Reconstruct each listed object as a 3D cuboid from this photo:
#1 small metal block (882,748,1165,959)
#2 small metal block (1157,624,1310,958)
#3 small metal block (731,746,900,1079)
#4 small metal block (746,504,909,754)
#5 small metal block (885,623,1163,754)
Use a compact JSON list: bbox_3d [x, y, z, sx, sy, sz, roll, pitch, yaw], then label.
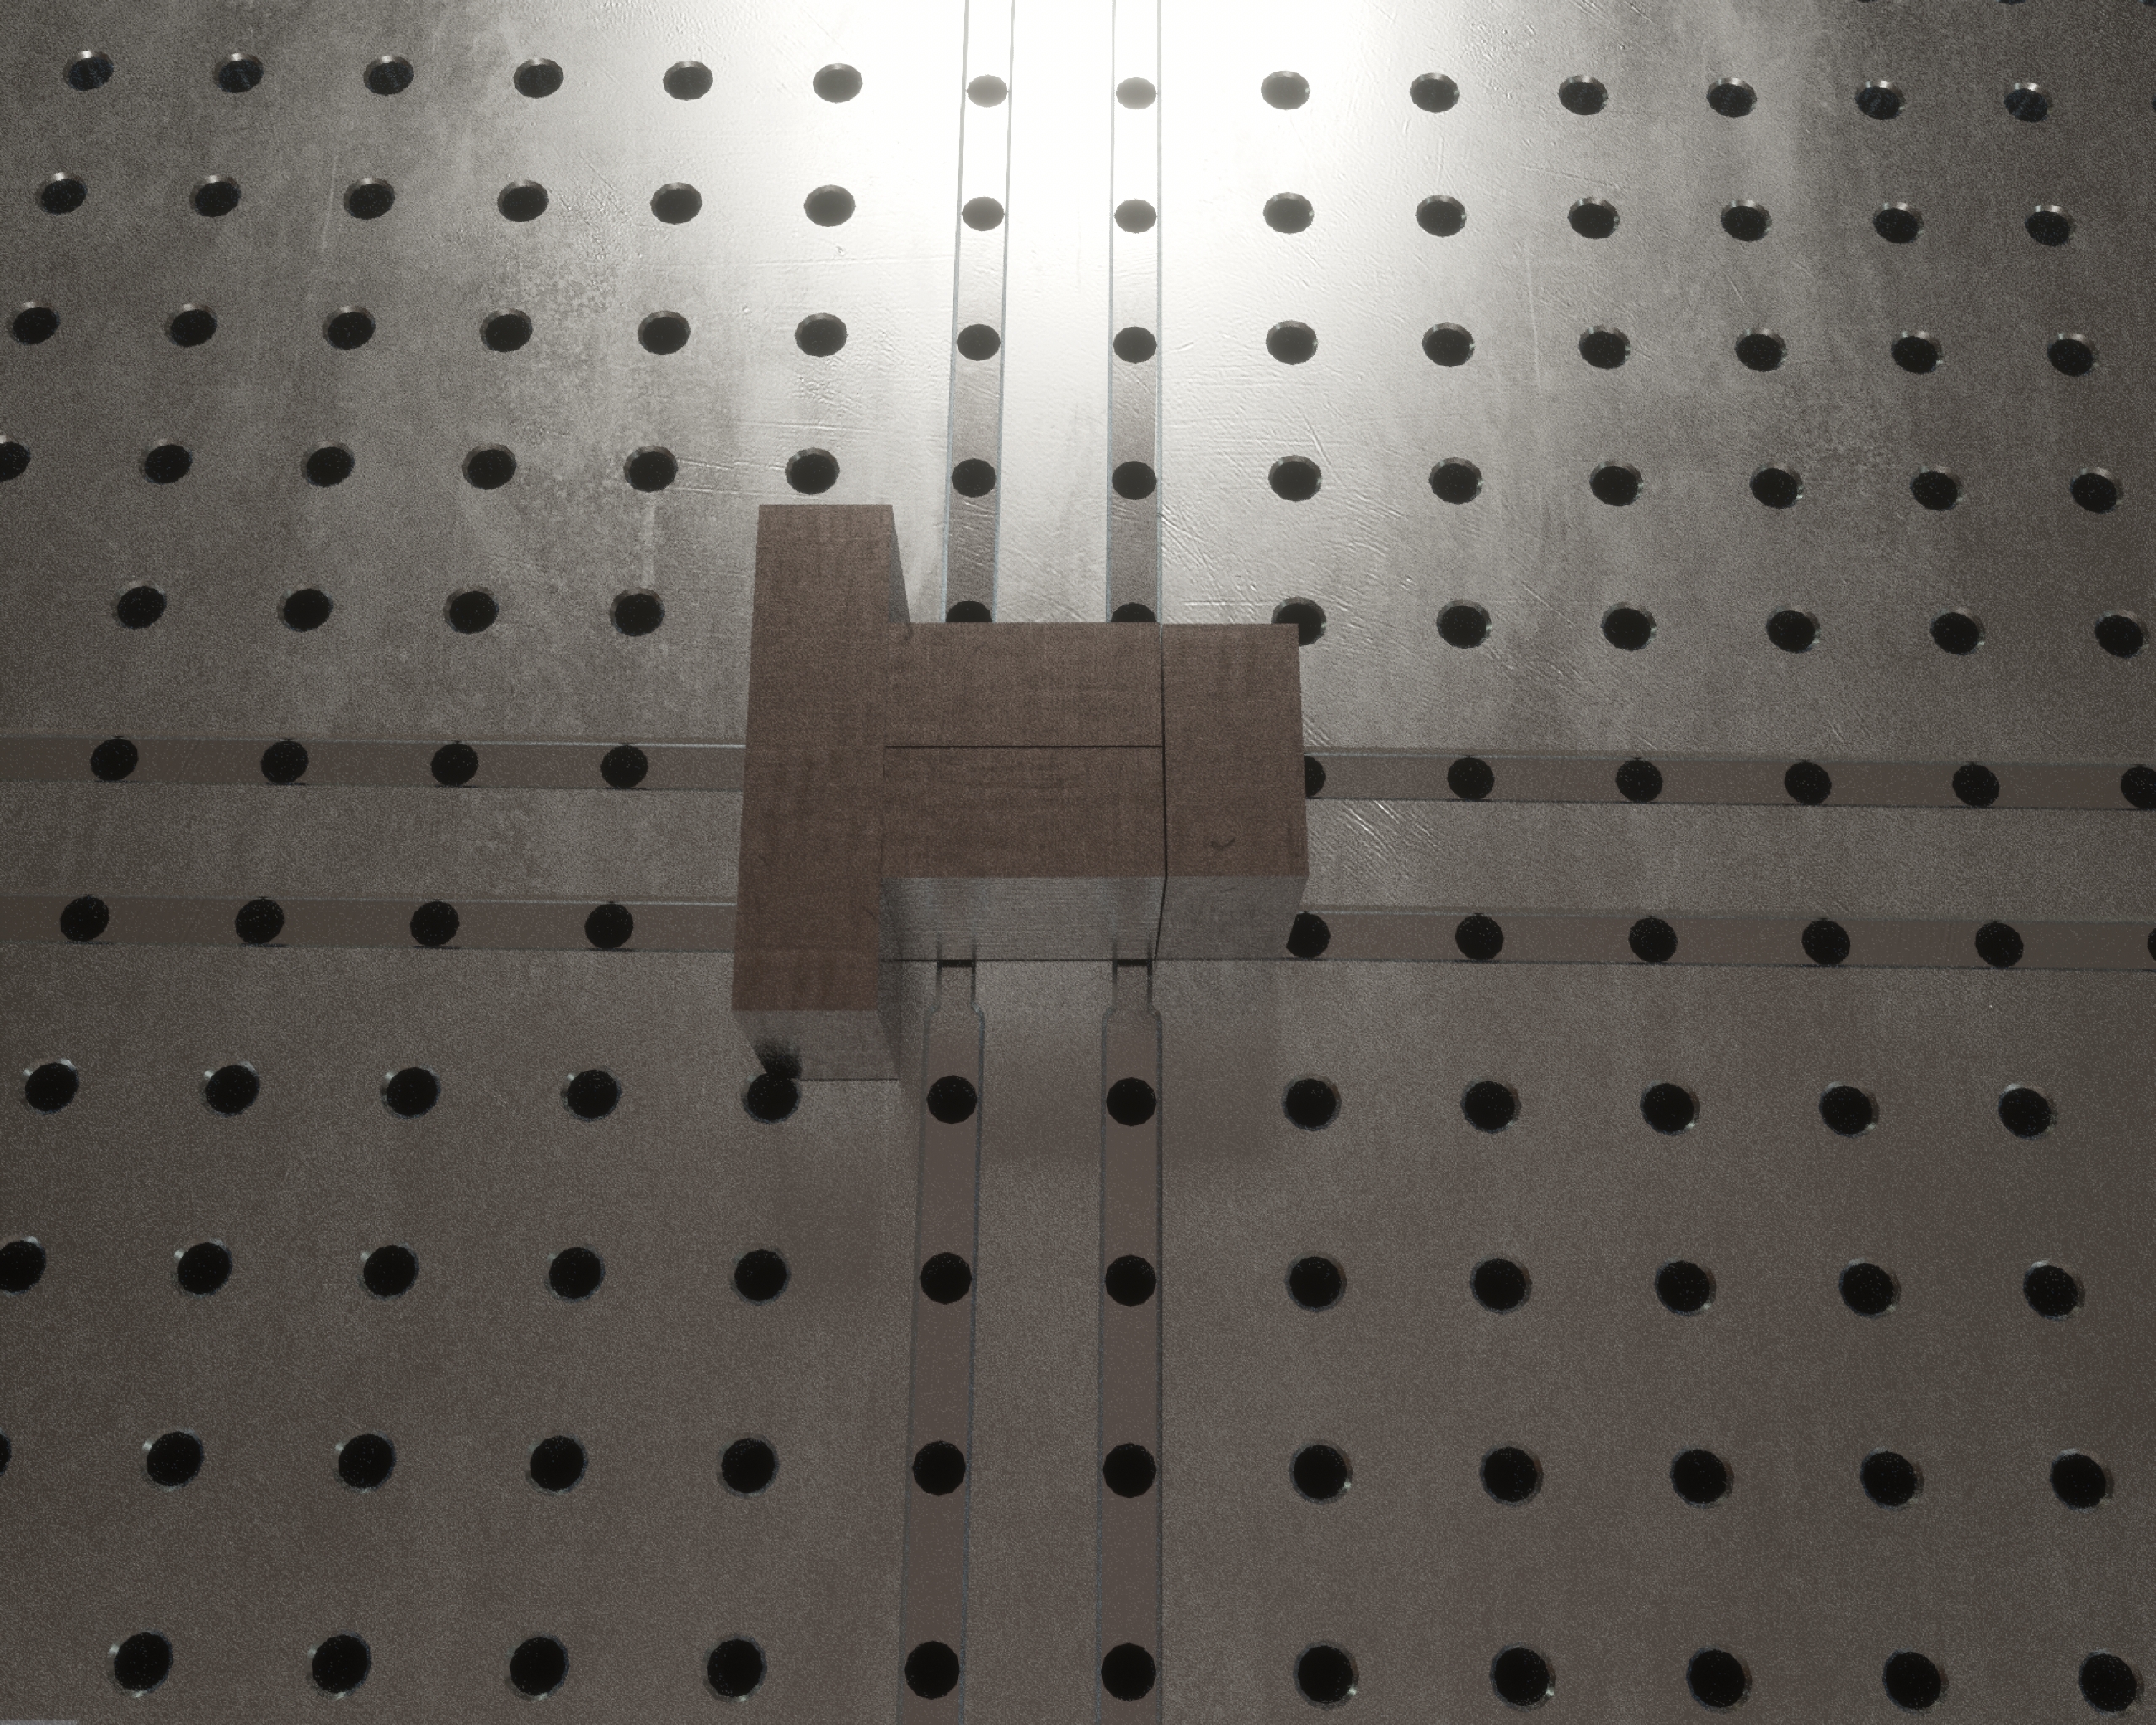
[{"bbox_3d":[-0.010,-0.001,0.398,0.050,0.050,0.025,0,70,-1],"label":"small metal block"},{"bbox_3d":[0.028,-0.013,0.403,0.025,0.050,0.050,0,70,0],"label":"small metal block"},{"bbox_3d":[-0.048,0.011,0.393,0.025,0.050,0.050,0,70,0],"label":"small metal block"},{"bbox_3d":[-0.048,-0.036,0.410,0.025,0.050,0.050,0,70,0],"label":"small metal block"},{"bbox_3d":[-0.010,-0.024,0.406,0.050,0.050,0.025,0,70,-1],"label":"small metal block"}]
